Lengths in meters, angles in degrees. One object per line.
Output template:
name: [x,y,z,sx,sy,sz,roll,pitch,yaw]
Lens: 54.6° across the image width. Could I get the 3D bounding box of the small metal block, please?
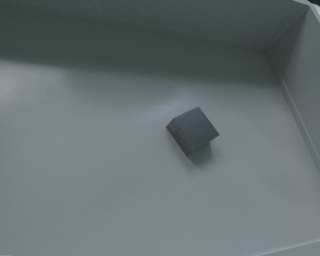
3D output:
small metal block: [0.045,0.004,0.427,0.050,0.025,0.050,-26,76,-37]
